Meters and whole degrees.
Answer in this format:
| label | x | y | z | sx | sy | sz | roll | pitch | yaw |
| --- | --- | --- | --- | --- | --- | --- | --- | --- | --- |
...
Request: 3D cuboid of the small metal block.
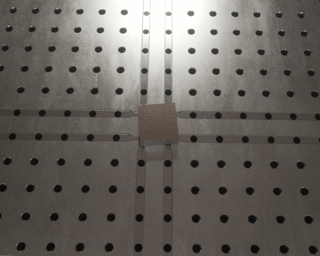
| label | x | y | z | sx | sy | sz | roll | pitch | yaw |
| --- | --- | --- | --- | --- | --- | --- | --- | --- | --- |
| small metal block | -0.003 | -0.004 | 0.413 | 0.050 | 0.025 | 0.050 | -5 | 70 | -2 |
